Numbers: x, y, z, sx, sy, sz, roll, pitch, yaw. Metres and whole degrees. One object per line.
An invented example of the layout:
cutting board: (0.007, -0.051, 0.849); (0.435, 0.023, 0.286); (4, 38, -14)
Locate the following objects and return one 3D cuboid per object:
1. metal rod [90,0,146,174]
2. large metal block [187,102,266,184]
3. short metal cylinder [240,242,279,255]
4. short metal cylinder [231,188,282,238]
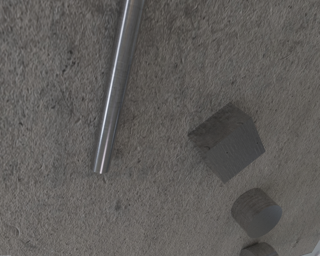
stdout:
metal rod: (-0.040, -0.080, 0.335); (0.025, 0.025, 0.298); (1, 118, -29)
large metal block: (0.099, 0.023, 0.459); (0.080, 0.050, 0.080); (-38, 129, -3)
short metal cylinder: (0.220, 0.297, 0.676); (0.050, 0.080, 0.079); (-11, 123, -23)
short metal cylinder: (0.184, 0.162, 0.592); (0.081, 0.050, 0.079); (-14, 124, -21)
